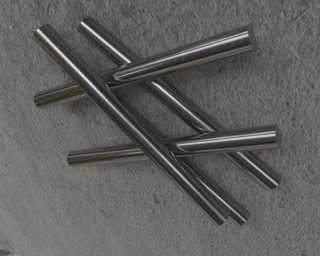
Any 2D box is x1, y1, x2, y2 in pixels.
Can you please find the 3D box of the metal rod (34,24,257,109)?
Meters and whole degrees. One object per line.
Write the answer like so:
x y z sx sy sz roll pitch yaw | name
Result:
-0.042 -0.060 0.360 0.300 0.025 0.025 -10 114 32 | metal rod

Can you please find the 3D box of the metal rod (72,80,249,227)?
0.001 0.026 0.421 0.300 0.025 0.025 42 129 -1 | metal rod

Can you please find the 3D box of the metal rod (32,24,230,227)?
-0.029 0.001 0.358 0.300 0.025 0.025 46 129 -5 | metal rod

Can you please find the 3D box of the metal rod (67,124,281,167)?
-0.005 0.028 0.395 0.300 0.025 0.025 -9 114 31 | metal rod

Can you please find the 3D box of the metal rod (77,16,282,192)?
0.023 -0.029 0.376 0.300 0.025 0.025 40 129 0 | metal rod
